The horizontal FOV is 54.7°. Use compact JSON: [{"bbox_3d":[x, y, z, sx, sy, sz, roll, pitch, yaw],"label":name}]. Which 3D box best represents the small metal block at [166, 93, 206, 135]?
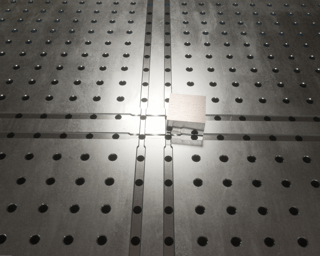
[{"bbox_3d":[0.036,-0.020,0.425,0.050,0.025,0.050,5,50,4],"label":"small metal block"}]
